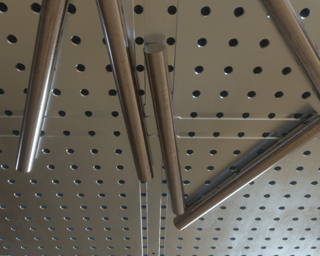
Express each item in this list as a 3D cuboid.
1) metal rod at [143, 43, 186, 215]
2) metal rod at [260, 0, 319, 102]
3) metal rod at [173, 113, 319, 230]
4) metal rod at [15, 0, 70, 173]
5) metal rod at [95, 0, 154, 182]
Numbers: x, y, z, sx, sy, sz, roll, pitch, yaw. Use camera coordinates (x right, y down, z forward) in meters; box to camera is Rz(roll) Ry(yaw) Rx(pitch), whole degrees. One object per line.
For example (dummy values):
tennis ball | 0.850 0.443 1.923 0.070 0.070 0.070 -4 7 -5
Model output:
metal rod | 0.013 0.025 0.433 0.025 0.025 0.298 -6 130 4
metal rod | 0.179 -0.067 0.357 0.025 0.025 0.300 -32 124 24
metal rod | 0.124 0.081 0.482 0.025 0.025 0.299 30 124 -23
metal rod | -0.143 -0.050 0.367 0.025 0.025 0.298 17 128 -15
metal rod | -0.038 -0.040 0.377 0.025 0.025 0.298 -5 130 4
